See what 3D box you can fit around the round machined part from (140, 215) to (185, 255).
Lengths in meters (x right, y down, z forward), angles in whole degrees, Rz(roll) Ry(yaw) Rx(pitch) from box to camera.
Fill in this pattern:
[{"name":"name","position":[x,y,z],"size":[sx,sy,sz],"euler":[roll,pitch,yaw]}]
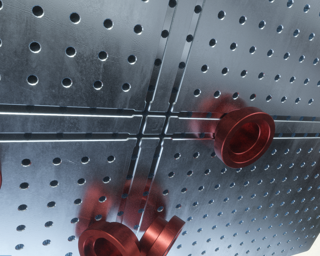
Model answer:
[{"name":"round machined part","position":[-0.004,0.180,0.491],"size":[0.098,0.042,0.098],"euler":[-52,163,-22]}]

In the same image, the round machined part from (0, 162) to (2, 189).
[{"name":"round machined part","position":[-0.218,0.059,0.318],"size":[0.099,0.042,0.097],"euler":[-14,125,-21]}]

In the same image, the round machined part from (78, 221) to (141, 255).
[{"name":"round machined part","position":[-0.068,0.177,0.451],"size":[0.042,0.098,0.097],"euler":[-33,141,-55]}]

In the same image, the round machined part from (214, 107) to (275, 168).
[{"name":"round machined part","position":[0.124,0.011,0.477],"size":[0.099,0.042,0.097],"euler":[-14,125,-21]}]
